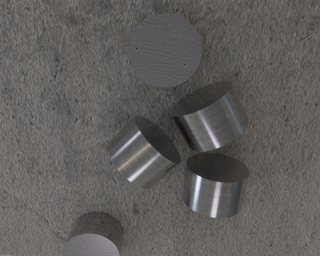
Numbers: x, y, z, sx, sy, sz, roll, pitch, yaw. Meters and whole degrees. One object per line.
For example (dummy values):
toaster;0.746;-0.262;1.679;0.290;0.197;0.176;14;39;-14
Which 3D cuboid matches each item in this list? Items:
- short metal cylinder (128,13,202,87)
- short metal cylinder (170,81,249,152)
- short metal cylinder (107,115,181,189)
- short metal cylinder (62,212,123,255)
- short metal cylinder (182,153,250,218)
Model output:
short metal cylinder;0.006;-0.092;0.362;0.081;0.050;0.079;0;110;0
short metal cylinder;0.059;-0.015;0.375;0.080;0.080;0.050;-27;108;9
short metal cylinder;-0.020;0.030;0.391;0.080;0.080;0.050;43;105;-14
short metal cylinder;-0.097;0.173;0.459;0.081;0.050;0.079;0;110;0
short metal cylinder;0.072;0.073;0.408;0.081;0.080;0.050;5;110;-2
